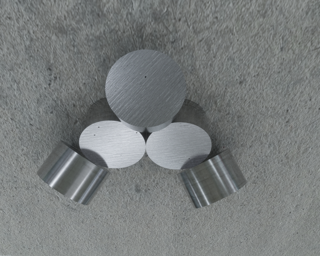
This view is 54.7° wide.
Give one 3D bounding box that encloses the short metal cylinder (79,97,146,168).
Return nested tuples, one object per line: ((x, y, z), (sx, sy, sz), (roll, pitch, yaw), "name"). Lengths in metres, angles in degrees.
((-0.058, 0.006, 0.396), (0.081, 0.050, 0.079), (0, 130, 0), "short metal cylinder")

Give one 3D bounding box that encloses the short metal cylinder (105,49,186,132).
((-0.015, -0.037, 0.333), (0.081, 0.080, 0.050), (1, 173, -1), "short metal cylinder")

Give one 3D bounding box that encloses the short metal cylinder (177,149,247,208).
((0.070, 0.068, 0.423), (0.080, 0.080, 0.050), (-30, 83, 23), "short metal cylinder")

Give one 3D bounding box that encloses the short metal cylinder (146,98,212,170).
((0.023, 0.008, 0.399), (0.081, 0.050, 0.079), (0, 130, 0), "short metal cylinder")

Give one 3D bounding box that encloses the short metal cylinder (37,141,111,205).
((-0.113, 0.059, 0.413), (0.080, 0.080, 0.050), (39, 80, -28), "short metal cylinder")
